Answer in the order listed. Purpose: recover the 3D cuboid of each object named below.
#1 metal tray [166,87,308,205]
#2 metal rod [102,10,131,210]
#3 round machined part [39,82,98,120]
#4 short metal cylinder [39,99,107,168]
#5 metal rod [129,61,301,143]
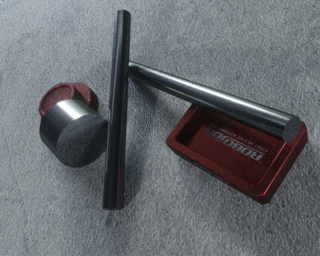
[{"bbox_3d":[0.082,0.013,0.349,0.130,0.030,0.090,29,77,37],"label":"metal tray"},{"bbox_3d":[-0.058,-0.040,0.432,0.025,0.025,0.299,-10,65,23],"label":"metal rod"},{"bbox_3d":[-0.152,-0.034,0.493,0.098,0.042,0.098,-13,56,21],"label":"round machined part"},{"bbox_3d":[-0.115,0.007,0.425,0.050,0.080,0.080,34,81,38],"label":"short metal cylinder"},{"bbox_3d":[0.029,-0.048,0.382,0.025,0.025,0.300,-51,41,-8],"label":"metal rod"}]
